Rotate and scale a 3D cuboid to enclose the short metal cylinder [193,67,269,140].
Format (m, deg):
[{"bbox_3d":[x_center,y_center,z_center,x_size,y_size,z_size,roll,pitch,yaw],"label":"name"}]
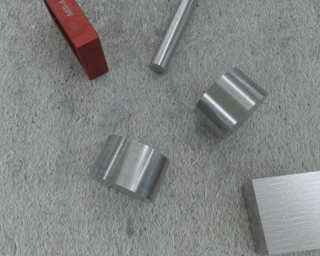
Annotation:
[{"bbox_3d":[0.089,-0.030,0.391,0.080,0.080,0.050,-41,75,-13],"label":"short metal cylinder"}]

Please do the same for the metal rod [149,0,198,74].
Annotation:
[{"bbox_3d":[0.052,-0.214,0.486,0.025,0.025,0.300,21,71,7],"label":"metal rod"}]

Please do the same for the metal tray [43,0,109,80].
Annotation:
[{"bbox_3d":[-0.120,-0.139,0.423,0.030,0.090,0.130,-31,73,-10],"label":"metal tray"}]

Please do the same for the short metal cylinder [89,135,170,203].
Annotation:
[{"bbox_3d":[-0.035,0.049,0.361,0.080,0.080,0.050,21,72,7],"label":"short metal cylinder"}]

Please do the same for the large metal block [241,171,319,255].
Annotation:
[{"bbox_3d":[0.148,0.099,0.360,0.081,0.050,0.080,-7,70,-3],"label":"large metal block"}]
